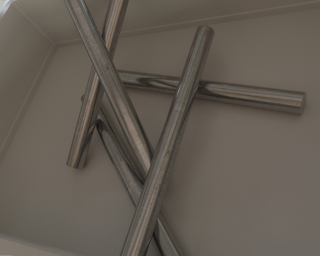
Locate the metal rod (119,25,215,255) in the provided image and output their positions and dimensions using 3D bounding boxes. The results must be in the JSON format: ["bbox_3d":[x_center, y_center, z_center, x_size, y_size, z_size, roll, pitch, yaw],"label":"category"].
[{"bbox_3d":[0.016,0.001,0.362,0.025,0.025,0.300,5,64,30],"label":"metal rod"}]

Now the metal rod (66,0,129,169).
[{"bbox_3d":[-0.079,-0.089,0.424,0.025,0.025,0.298,20,97,35],"label":"metal rod"}]

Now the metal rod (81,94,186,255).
[{"bbox_3d":[-0.047,0.048,0.400,0.025,0.025,0.300,-38,51,3],"label":"metal rod"}]

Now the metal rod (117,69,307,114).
[{"bbox_3d":[0.035,-0.056,0.421,0.300,0.025,0.025,13,69,33],"label":"metal rod"}]

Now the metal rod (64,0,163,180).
[{"bbox_3d":[-0.064,-0.064,0.391,0.025,0.025,0.299,-27,81,11],"label":"metal rod"}]
